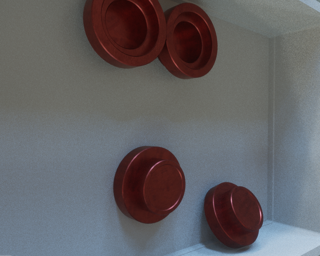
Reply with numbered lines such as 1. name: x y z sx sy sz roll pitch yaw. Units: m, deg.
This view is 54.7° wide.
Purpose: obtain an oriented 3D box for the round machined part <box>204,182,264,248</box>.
1. round machined part: 0.118 0.127 0.470 0.099 0.042 0.098 24 47 -28

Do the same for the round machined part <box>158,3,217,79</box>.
1. round machined part: 0.031 -0.115 0.423 0.099 0.042 0.097 0 90 -40

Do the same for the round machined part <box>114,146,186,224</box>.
1. round machined part: -0.006 0.072 0.393 0.099 0.042 0.097 0 90 -40

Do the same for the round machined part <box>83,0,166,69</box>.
1. round machined part: -0.044 -0.118 0.359 0.099 0.042 0.097 0 91 -38
